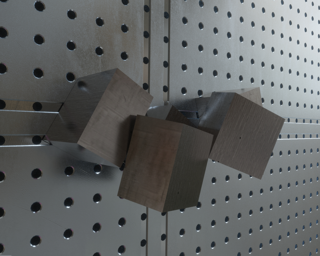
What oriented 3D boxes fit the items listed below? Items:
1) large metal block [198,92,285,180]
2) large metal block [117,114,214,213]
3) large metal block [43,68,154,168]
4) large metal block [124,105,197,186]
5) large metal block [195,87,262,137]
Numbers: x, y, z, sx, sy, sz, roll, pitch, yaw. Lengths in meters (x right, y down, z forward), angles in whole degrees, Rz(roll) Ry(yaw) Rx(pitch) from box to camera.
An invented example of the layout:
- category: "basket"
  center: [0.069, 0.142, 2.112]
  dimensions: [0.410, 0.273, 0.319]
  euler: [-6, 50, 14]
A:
- category: "large metal block"
  center: [0.094, 0.008, 0.384]
  dimensions: [0.080, 0.050, 0.080]
  euler: [23, 88, -22]
- category: "large metal block"
  center: [0.009, 0.036, 0.317]
  dimensions: [0.080, 0.050, 0.080]
  euler: [17, 86, -60]
- category: "large metal block"
  center: [-0.064, -0.010, 0.320]
  dimensions: [0.050, 0.080, 0.080]
  euler: [37, 67, -34]
- category: "large metal block"
  center: [0.008, 0.027, 0.401]
  dimensions: [0.080, 0.050, 0.080]
  euler: [39, 66, -33]
- category: "large metal block"
  center: [0.107, -0.014, 0.465]
  dimensions: [0.050, 0.080, 0.079]
  euler: [-21, 104, -38]
